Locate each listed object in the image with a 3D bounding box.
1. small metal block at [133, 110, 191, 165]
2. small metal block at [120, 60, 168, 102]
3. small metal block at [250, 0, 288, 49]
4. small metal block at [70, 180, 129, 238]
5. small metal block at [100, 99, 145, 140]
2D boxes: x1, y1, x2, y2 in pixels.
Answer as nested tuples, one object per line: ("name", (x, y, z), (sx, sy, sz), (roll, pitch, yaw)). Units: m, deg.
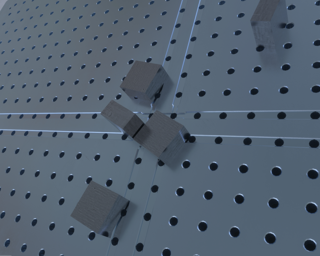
("small metal block", (0.002, 0.012, 0.401), (0.050, 0.025, 0.050), (32, 80, 38))
("small metal block", (-0.024, -0.071, 0.465), (0.050, 0.025, 0.050), (18, 71, 35))
("small metal block", (0.143, -0.140, 0.403), (0.025, 0.050, 0.050), (16, 70, 34))
("small metal block", (-0.075, 0.100, 0.387), (0.050, 0.025, 0.050), (17, 71, 35))
("small metal block", (-0.045, -0.007, 0.421), (0.050, 0.050, 0.025), (31, 79, 38))
